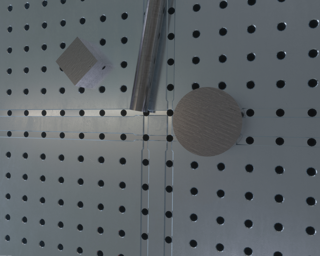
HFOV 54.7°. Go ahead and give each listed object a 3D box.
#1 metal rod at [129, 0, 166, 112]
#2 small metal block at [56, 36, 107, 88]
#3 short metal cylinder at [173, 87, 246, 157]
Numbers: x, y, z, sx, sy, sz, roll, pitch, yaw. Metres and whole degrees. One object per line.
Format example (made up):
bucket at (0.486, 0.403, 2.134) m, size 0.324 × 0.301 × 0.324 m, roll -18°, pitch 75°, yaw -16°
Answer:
metal rod at (-0.005, -0.170, 0.414) m, size 0.025 × 0.025 × 0.298 m, roll 11°, pitch 94°, yaw 19°
small metal block at (-0.115, -0.095, 0.453) m, size 0.050 × 0.025 × 0.050 m, roll -43°, pitch 77°, yaw 15°
short metal cylinder at (0.061, -0.007, 0.378) m, size 0.080 × 0.050 × 0.079 m, roll 0°, pitch 90°, yaw 20°
